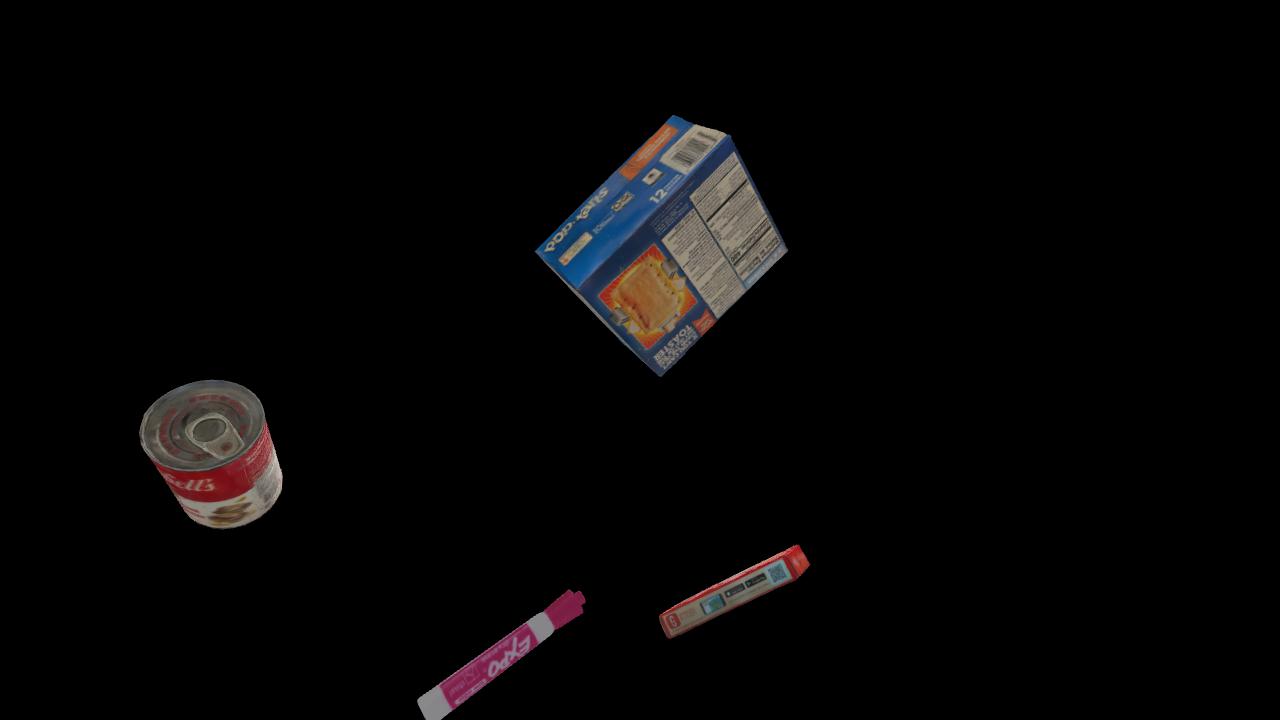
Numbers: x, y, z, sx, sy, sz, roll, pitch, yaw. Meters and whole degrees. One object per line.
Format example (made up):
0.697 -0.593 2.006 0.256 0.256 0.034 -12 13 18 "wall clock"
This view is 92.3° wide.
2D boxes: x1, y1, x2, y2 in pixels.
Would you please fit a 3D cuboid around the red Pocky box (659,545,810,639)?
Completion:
0.101 0.244 0.651 0.155 0.028 0.083 -32 -21 15 "red Pocky box"

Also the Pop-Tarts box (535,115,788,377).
0.023 -0.095 0.536 0.083 0.167 0.141 45 0 45 "Pop-Tarts box"

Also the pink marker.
-0.088 0.195 0.411 0.121 0.020 0.020 -29 14 -26 "pink marker"

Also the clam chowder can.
-0.295 0.069 0.433 0.068 0.068 0.102 0 -35 -21 "clam chowder can"
